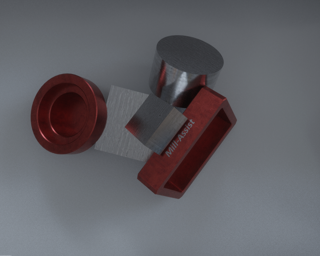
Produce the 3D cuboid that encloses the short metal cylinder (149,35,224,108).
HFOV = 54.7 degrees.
[{"bbox_3d":[0.030,-0.069,0.376,0.080,0.080,0.050,16,134,-1],"label":"short metal cylinder"}]

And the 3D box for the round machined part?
[{"bbox_3d":[-0.109,-0.016,0.388,0.098,0.042,0.097,-2,84,22],"label":"round machined part"}]

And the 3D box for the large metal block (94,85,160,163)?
[{"bbox_3d":[-0.030,-0.003,0.397,0.080,0.050,0.080,15,90,-1],"label":"large metal block"}]

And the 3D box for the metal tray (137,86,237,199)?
[{"bbox_3d":[0.038,0.023,0.377,0.030,0.090,0.130,36,89,27],"label":"metal tray"}]

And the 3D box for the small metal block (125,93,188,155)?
[{"bbox_3d":[-0.005,-0.006,0.346,0.025,0.050,0.050,37,90,-39],"label":"small metal block"}]
